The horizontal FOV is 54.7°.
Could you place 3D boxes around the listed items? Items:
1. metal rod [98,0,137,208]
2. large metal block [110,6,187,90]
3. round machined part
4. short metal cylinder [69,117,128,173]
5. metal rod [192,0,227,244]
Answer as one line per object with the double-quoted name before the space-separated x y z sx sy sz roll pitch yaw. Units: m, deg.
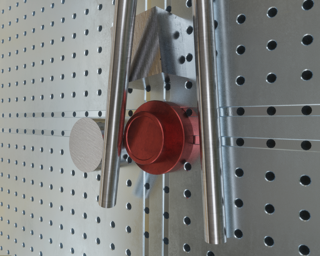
"metal rod" -0.055 -0.031 0.393 0.025 0.025 0.298 24 115 37
"large metal block" -0.016 -0.099 0.404 0.080 0.050 0.080 -9 84 39
"round machined part" -0.009 0.012 0.404 0.098 0.042 0.097 0 90 39
"short metal cylinder" -0.092 0.024 0.466 0.080 0.050 0.079 0 90 39
"metal rod" 0.057 -0.020 0.361 0.025 0.025 0.298 -5 87 39
